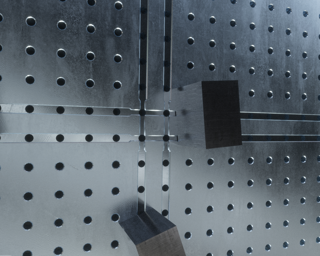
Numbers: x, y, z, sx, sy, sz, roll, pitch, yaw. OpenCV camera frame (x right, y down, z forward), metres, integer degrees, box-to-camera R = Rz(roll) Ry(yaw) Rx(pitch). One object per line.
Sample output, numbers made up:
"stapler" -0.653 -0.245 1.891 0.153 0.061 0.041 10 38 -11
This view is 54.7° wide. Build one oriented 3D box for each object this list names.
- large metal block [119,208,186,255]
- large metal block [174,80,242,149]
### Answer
"large metal block" -0.006 0.156 0.382 0.050 0.080 0.080 -20 97 -19
"large metal block" 0.061 -0.017 0.407 0.050 0.080 0.079 -5 92 -20
